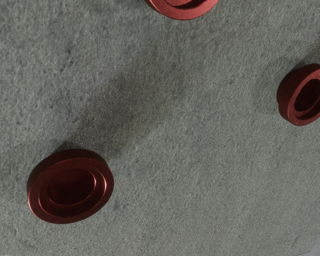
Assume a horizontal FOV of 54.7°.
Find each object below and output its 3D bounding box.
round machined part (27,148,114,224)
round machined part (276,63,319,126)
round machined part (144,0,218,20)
[{"bbox_3d":[-0.109,0.066,0.378,0.099,0.042,0.097,-14,125,-21],"label":"round machined part"},{"bbox_3d":[0.225,-0.055,0.488,0.099,0.042,0.097,-14,125,-21],"label":"round machined part"},{"bbox_3d":[0.019,-0.162,0.307,0.099,0.042,0.097,-14,125,-21],"label":"round machined part"}]
